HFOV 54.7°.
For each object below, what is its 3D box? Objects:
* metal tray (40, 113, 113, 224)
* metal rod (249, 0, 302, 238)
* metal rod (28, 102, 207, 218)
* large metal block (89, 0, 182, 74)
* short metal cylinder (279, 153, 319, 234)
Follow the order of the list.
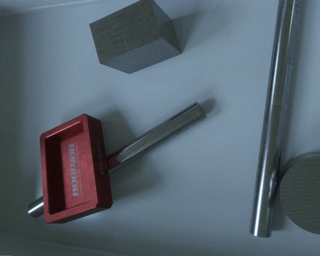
[{"bbox_3d":[-0.118,0.056,0.424,0.090,0.030,0.130,-23,65,21],"label":"metal tray"},{"bbox_3d":[0.136,-0.023,0.362,0.025,0.025,0.298,7,92,19],"label":"metal rod"},{"bbox_3d":[-0.070,0.052,0.434,0.300,0.025,0.025,-31,80,16],"label":"metal rod"},{"bbox_3d":[-0.027,-0.111,0.390,0.080,0.080,0.050,-17,84,19],"label":"large metal block"},{"bbox_3d":[0.172,0.068,0.337,0.080,0.050,0.079,0,90,19],"label":"short metal cylinder"}]
